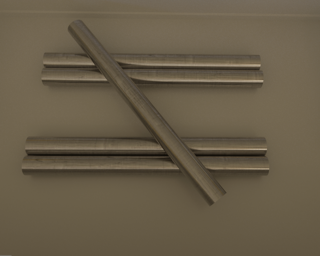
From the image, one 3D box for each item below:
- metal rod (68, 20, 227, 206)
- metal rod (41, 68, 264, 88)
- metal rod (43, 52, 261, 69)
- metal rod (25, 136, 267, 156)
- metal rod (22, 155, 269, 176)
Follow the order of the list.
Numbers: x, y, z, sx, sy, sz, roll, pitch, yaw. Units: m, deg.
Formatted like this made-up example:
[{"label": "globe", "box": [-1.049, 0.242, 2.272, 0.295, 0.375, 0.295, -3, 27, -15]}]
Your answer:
[{"label": "metal rod", "box": [-0.026, -0.030, 0.393, 0.025, 0.025, 0.300, -36, 74, -12]}, {"label": "metal rod", "box": [-0.010, -0.070, 0.433, 0.302, 0.025, 0.025, 1, 70, 0]}, {"label": "metal rod", "box": [-0.011, -0.093, 0.441, 0.302, 0.025, 0.025, 1, 70, 0]}, {"label": "metal rod", "box": [-0.017, 0.024, 0.399, 0.302, 0.025, 0.025, 0, 70, 0]}, {"label": "metal rod", "box": [-0.017, 0.047, 0.390, 0.302, 0.025, 0.025, 0, 70, 0]}]
